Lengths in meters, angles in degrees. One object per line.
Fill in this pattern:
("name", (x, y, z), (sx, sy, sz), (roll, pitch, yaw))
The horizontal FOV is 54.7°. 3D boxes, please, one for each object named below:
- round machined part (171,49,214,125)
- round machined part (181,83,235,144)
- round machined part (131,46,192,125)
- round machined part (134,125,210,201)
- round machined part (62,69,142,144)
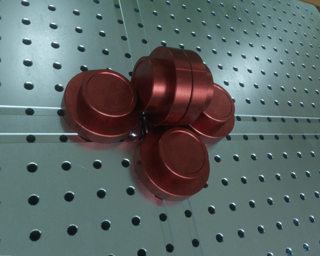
("round machined part", (0.033, -0.053, 0.406), (0.042, 0.097, 0.098), (-1, 62, -29))
("round machined part", (0.070, -0.029, 0.454), (0.099, 0.042, 0.098), (14, 56, -21))
("round machined part", (-0.005, -0.052, 0.384), (0.042, 0.097, 0.098), (1, 61, -28))
("round machined part", (0.021, 0.038, 0.387), (0.099, 0.042, 0.098), (14, 56, -21))
("round machined part", (-0.067, -0.033, 0.382), (0.099, 0.042, 0.098), (14, 56, -21))
